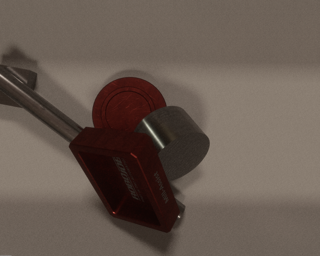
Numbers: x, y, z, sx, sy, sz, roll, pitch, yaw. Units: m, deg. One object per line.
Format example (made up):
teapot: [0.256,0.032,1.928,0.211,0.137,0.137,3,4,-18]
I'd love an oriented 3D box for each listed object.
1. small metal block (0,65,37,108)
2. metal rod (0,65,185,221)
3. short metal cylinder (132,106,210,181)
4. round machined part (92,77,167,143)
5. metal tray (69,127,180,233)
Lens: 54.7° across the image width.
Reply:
small metal block: [-0.197,-0.055,0.409,0.050,0.025,0.050,11,90,-1]
metal rod: [-0.092,0.021,0.395,0.301,0.025,0.025,38,90,-6]
short metal cylinder: [0.013,0.020,0.377,0.080,0.080,0.050,-36,53,0]
round machined part: [-0.039,-0.018,0.402,0.099,0.042,0.097,0,90,-1]
metal tray: [-0.037,0.060,0.353,0.090,0.030,0.129,5,132,31]
